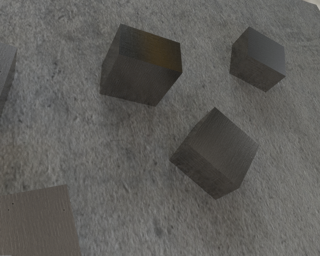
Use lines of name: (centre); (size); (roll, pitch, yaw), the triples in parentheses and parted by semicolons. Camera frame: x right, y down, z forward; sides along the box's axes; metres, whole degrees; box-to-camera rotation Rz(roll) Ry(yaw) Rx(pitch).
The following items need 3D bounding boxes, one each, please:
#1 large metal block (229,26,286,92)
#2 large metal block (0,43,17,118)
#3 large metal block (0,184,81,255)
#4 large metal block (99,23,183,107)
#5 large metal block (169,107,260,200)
large metal block: (0.177, -0.124, 0.562); (0.080, 0.050, 0.080); (24, 53, -14)
large metal block: (-0.198, -0.049, 0.311); (0.081, 0.050, 0.080); (14, 56, -21)
large metal block: (-0.117, 0.101, 0.264); (0.081, 0.050, 0.080); (-6, 65, -31)
large metal block: (-0.027, -0.077, 0.403); (0.081, 0.080, 0.050); (12, 57, -22)
large metal block: (0.073, 0.033, 0.409); (0.080, 0.050, 0.080); (41, 51, -1)
